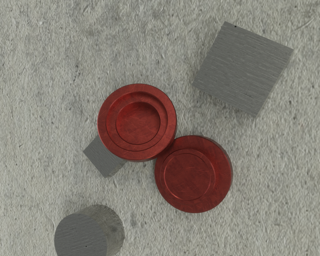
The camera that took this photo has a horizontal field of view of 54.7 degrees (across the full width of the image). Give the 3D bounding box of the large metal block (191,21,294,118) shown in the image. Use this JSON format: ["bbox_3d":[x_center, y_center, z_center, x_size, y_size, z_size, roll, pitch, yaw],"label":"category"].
[{"bbox_3d":[0.096,-0.065,0.362,0.080,0.050,0.080,30,100,17],"label":"large metal block"}]

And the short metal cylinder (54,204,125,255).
[{"bbox_3d":[-0.096,0.152,0.428,0.080,0.050,0.079,0,90,19],"label":"short metal cylinder"}]

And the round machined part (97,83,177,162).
[{"bbox_3d":[-0.027,-0.004,0.398,0.099,0.042,0.098,-1,76,5],"label":"round machined part"}]

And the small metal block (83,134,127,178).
[{"bbox_3d":[-0.070,0.033,0.433,0.050,0.025,0.050,-46,76,14],"label":"small metal block"}]

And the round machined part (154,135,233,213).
[{"bbox_3d":[0.039,0.058,0.386,0.098,0.042,0.097,0,90,19],"label":"round machined part"}]
